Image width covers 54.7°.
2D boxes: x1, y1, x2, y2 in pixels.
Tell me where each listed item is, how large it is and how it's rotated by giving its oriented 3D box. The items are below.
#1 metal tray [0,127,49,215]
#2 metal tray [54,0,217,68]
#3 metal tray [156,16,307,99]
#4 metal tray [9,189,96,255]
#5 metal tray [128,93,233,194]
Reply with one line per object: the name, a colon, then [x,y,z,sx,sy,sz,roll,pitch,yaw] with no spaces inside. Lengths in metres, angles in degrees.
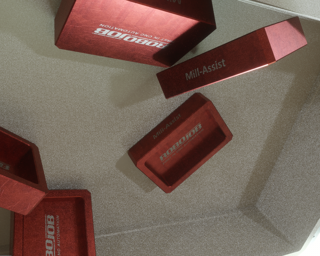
metal tray: [-0.172,0.022,0.286,0.030,0.090,0.130,-48,129,5]
metal tray: [-0.024,-0.100,0.296,0.131,0.090,0.030,4,72,-31]
metal tray: [0.071,-0.071,0.323,0.091,0.130,0.030,-29,101,-43]
metal tray: [-0.125,0.140,0.363,0.091,0.130,0.030,6,149,-31]
metal tray: [0.032,0.024,0.439,0.130,0.030,0.090,-41,130,-1]
